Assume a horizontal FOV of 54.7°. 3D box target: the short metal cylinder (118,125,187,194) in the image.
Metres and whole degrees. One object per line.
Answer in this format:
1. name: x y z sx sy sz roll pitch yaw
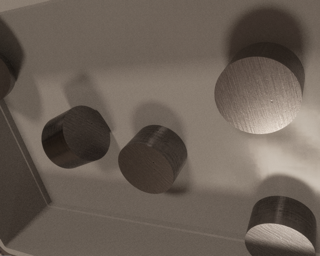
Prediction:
1. short metal cylinder: -0.009 0.042 0.422 0.080 0.050 0.079 13 124 20

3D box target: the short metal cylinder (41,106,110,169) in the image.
1. short metal cylinder: -0.118 0.014 0.442 0.050 0.080 0.080 -21 107 35

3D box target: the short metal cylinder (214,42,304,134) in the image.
1. short metal cylinder: 0.101 -0.041 0.314 0.080 0.050 0.079 13 124 20

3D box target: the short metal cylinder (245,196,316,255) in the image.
1. short metal cylinder: 0.154 0.134 0.394 0.080 0.050 0.079 13 124 20

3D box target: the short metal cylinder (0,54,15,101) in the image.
1. short metal cylinder: -0.259 -0.075 0.453 0.081 0.050 0.079 -4 104 -17
